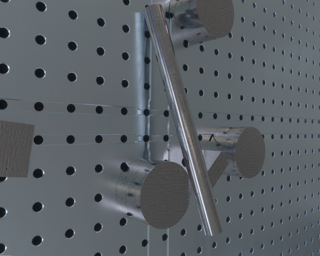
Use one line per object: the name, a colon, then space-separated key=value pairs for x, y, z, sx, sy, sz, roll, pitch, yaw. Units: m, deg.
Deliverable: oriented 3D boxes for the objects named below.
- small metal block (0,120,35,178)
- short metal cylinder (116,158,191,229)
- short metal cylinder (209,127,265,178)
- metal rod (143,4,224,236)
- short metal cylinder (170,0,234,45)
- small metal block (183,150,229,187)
small metal block: x=-0.148 y=0.018 z=0.285 sx=0.050 sy=0.025 sz=0.050 roll=10 pitch=84 yaw=-40
short metal cylinder: x=-0.007 y=0.080 z=0.387 sx=0.081 sy=0.050 sz=0.079 roll=0 pitch=90 yaw=-40
short metal cylinder: x=0.125 y=0.038 z=0.498 sx=0.081 sy=0.050 sz=0.079 roll=0 pitch=90 yaw=-40
metal rod: x=0.030 y=-0.011 z=0.399 sx=0.025 sy=0.025 sz=0.298 roll=-14 pitch=88 yaw=-39
short metal cylinder: x=0.061 y=-0.165 z=0.444 sx=0.081 sy=0.050 sz=0.079 roll=0 pitch=90 yaw=-40
small metal block: x=0.062 y=0.058 z=0.445 sx=0.050 sy=0.050 sz=0.025 roll=-49 pitch=119 yaw=-29
